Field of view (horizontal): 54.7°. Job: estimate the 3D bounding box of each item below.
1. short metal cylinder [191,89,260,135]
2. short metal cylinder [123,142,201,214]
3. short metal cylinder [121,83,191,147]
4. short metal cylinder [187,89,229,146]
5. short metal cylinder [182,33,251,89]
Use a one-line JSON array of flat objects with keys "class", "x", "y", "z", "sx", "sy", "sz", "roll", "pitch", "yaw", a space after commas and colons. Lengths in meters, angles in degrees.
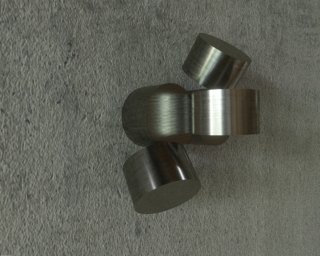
[{"class": "short metal cylinder", "x": 0.078, "y": -0.018, "z": 0.373, "sx": 0.081, "sy": 0.080, "sz": 0.050, "roll": -2, "pitch": 92, "yaw": -40}, {"class": "short metal cylinder", "x": 0.002, "y": 0.060, "z": 0.365, "sx": 0.081, "sy": 0.080, "sz": 0.050, "roll": 10, "pitch": 45, "yaw": -40}, {"class": "short metal cylinder", "x": -0.001, "y": -0.014, "z": 0.390, "sx": 0.081, "sy": 0.050, "sz": 0.079, "roll": 0, "pitch": 90, "yaw": -40}, {"class": "short metal cylinder", "x": 0.061, "y": -0.016, "z": 0.442, "sx": 0.081, "sy": 0.050, "sz": 0.079, "roll": 0, "pitch": 90, "yaw": -40}, {"class": "short metal cylinder", "x": 0.078, "y": -0.090, "z": 0.429, "sx": 0.081, "sy": 0.080, "sz": 0.050, "roll": 1, "pitch": 128, "yaw": -40}]
